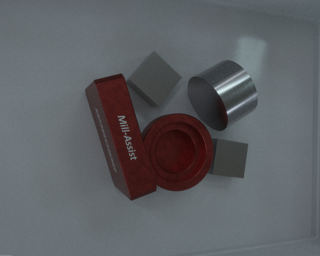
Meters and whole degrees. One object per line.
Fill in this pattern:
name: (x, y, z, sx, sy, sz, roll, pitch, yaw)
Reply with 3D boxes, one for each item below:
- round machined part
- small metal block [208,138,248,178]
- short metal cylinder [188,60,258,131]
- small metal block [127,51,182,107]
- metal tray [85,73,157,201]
round machined part: (0.017, 0.030, 0.406, 0.099, 0.042, 0.097, 0, 90, -21)
small metal block: (0.095, 0.043, 0.445, 0.050, 0.025, 0.050, 10, 86, -19)
short metal cylinder: (0.081, -0.043, 0.411, 0.050, 0.080, 0.080, -31, 101, -18)
small metal block: (-0.009, -0.063, 0.406, 0.050, 0.025, 0.050, 42, 77, -14)
metal tray: (-0.048, 0.009, 0.357, 0.030, 0.090, 0.129, -18, 96, -19)
